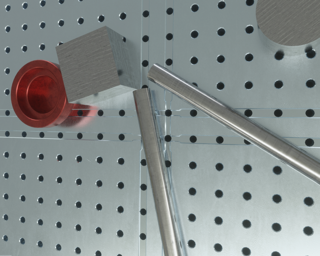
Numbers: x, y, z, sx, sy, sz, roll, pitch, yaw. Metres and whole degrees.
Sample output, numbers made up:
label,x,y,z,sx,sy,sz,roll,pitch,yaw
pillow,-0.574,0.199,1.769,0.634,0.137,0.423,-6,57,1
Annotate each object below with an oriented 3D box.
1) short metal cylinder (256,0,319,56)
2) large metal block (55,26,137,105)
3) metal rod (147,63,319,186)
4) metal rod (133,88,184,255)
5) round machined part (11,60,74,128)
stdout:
label,x,y,z,sx,sy,sz,roll,pitch,yaw
short metal cylinder,0.150,-0.126,0.346,0.080,0.050,0.079,0,90,19
large metal block,-0.088,-0.083,0.429,0.080,0.050,0.080,-16,85,19
metal rod,0.111,0.004,0.373,0.300,0.025,0.025,34,101,16
metal rod,0.004,0.095,0.410,0.025,0.025,0.298,-13,86,19
round machined part,-0.168,-0.049,0.461,0.098,0.042,0.097,0,90,19
